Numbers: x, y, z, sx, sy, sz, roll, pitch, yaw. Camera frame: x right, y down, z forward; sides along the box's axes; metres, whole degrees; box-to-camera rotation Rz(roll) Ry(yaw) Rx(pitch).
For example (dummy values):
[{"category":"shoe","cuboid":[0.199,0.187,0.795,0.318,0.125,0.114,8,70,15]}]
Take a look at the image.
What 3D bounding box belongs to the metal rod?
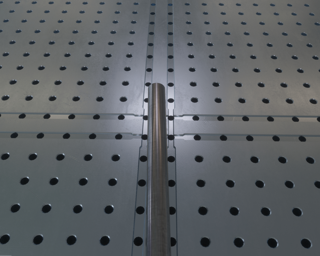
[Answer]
[{"category":"metal rod","cuboid":[-0.003,0.058,0.359,0.025,0.025,0.300,-1,50,-1]}]
